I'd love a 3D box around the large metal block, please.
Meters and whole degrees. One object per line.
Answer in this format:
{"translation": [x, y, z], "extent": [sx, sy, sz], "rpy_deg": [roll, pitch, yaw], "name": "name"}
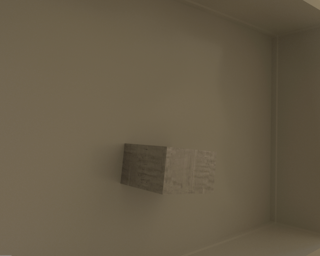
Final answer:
{"translation": [0.010, 0.049, 0.378], "extent": [0.081, 0.080, 0.050], "rpy_deg": [9, 85, -40], "name": "large metal block"}
